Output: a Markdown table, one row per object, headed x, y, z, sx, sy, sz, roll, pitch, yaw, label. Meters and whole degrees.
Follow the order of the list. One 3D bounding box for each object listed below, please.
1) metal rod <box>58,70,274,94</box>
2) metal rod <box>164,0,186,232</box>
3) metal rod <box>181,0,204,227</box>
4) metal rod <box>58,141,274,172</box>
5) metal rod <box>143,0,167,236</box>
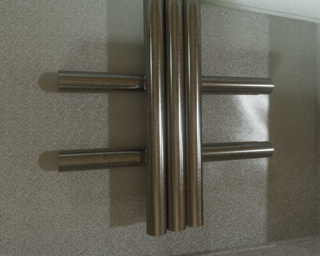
| x | y | z | sx | sy | sz | roll | pitch | yaw | label |
| --- | --- | --- | --- | --- | --- | --- | --- | --- | --- |
| 0.022 | -0.059 | 0.417 | 0.303 | 0.025 | 0.025 | -2 | 91 | -20 | metal rod |
| 0.018 | -0.023 | 0.388 | 0.025 | 0.025 | 0.298 | -1 | 90 | -20 | metal rod |
| 0.041 | -0.026 | 0.397 | 0.025 | 0.025 | 0.298 | -1 | 90 | -20 | metal rod |
| 0.022 | 0.036 | 0.417 | 0.303 | 0.025 | 0.025 | -1 | 91 | -20 | metal rod |
| -0.006 | -0.021 | 0.379 | 0.025 | 0.025 | 0.298 | -1 | 90 | -20 | metal rod |
